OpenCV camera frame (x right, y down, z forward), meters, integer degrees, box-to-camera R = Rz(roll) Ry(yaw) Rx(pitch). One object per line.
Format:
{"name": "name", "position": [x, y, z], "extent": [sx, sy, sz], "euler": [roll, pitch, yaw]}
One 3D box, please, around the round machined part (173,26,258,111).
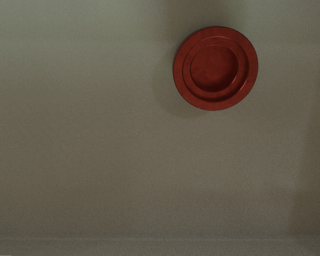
{"name": "round machined part", "position": [0.064, -0.073, 0.376], "extent": [0.099, 0.042, 0.097], "euler": [0, 110, -1]}
